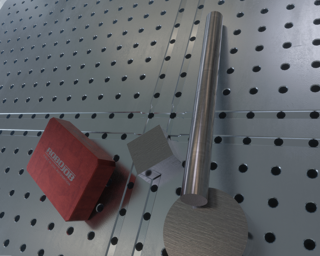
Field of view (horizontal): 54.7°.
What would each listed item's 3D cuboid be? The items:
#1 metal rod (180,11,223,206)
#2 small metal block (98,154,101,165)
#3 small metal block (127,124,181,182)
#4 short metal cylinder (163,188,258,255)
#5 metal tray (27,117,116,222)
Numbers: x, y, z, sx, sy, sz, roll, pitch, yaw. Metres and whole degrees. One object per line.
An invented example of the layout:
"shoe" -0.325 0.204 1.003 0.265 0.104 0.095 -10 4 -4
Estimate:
"metal rod" 0.057 -0.050 0.375 0.025 0.025 0.300 -8 48 24
"small metal block" -0.106 0.051 0.433 0.050 0.025 0.050 20 72 35
"small metal block" -0.008 0.032 0.393 0.050 0.025 0.050 -31 52 8
"short metal cylinder" 0.050 0.104 0.302 0.080 0.050 0.080 -13 56 21
"metal tray" -0.126 0.053 0.422 0.130 0.030 0.090 33 98 38
